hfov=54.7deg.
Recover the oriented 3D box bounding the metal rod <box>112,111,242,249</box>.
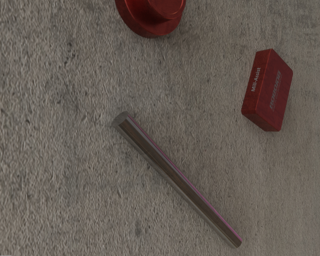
[{"bbox_3d":[0.038,0.088,0.439,0.300,0.025,0.025,49,61,-29],"label":"metal rod"}]

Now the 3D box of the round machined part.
[{"bbox_3d":[-0.005,-0.167,0.391,0.099,0.042,0.097,0,90,-40],"label":"round machined part"}]

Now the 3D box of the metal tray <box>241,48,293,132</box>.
[{"bbox_3d":[0.201,-0.068,0.573,0.090,0.030,0.130,29,72,-37],"label":"metal tray"}]
